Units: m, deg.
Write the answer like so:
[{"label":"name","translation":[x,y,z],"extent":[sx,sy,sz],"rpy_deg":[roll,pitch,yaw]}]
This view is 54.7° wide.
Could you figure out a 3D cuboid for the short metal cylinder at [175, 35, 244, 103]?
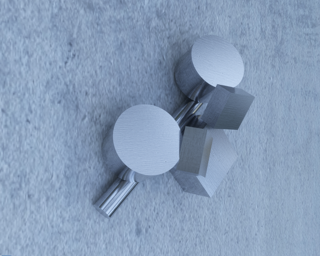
[{"label":"short metal cylinder","translation":[0.068,-0.081,0.430],"extent":[0.081,0.050,0.080],"rpy_deg":[8,69,-21]}]

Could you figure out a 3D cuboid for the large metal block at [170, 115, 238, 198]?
[{"label":"large metal block","translation":[0.055,0.037,0.436],"extent":[0.080,0.050,0.080],"rpy_deg":[-49,119,-29]}]

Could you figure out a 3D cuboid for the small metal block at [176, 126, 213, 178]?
[{"label":"small metal block","translation":[0.042,0.029,0.363],"extent":[0.050,0.025,0.050],"rpy_deg":[40,62,-69]}]

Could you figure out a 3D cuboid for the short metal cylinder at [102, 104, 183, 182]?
[{"label":"short metal cylinder","translation":[-0.021,0.019,0.356],"extent":[0.081,0.050,0.080],"rpy_deg":[8,69,-21]}]

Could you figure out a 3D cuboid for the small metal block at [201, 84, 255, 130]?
[{"label":"small metal block","translation":[0.088,-0.026,0.401],"extent":[0.050,0.025,0.050],"rpy_deg":[3,119,-40]}]

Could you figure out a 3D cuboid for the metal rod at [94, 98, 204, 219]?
[{"label":"metal rod","translation":[0.021,-0.003,0.425],"extent":[0.301,0.025,0.025],"rpy_deg":[-49,119,-29]}]
